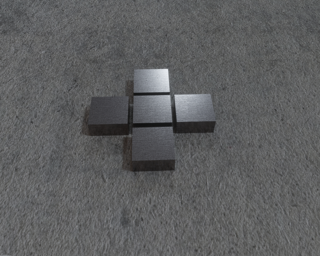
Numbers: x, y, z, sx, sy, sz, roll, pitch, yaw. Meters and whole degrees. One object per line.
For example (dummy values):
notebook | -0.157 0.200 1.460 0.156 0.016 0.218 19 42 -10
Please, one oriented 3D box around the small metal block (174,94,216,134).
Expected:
small metal block | 0.046 -0.020 0.422 0.050 0.025 0.050 -1 50 -2

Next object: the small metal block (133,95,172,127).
small metal block | -0.010 -0.018 0.420 0.050 0.025 0.050 -1 50 -2

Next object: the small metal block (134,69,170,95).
small metal block | -0.012 -0.061 0.456 0.050 0.025 0.050 -1 50 -2

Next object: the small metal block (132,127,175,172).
small metal block | -0.008 0.026 0.383 0.050 0.025 0.050 -2 50 -2

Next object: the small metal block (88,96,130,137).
small metal block | -0.067 -0.016 0.417 0.050 0.025 0.050 -1 50 -2
